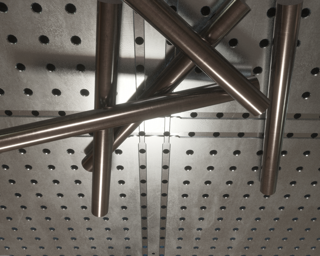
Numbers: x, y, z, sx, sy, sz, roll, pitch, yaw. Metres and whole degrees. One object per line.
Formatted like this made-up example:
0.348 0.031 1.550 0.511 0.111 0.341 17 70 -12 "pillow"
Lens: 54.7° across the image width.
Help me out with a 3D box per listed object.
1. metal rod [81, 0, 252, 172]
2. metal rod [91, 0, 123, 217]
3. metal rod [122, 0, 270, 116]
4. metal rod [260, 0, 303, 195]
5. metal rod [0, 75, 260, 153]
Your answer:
-0.011 -0.035 0.381 0.025 0.025 0.299 31 123 -24 "metal rod"
-0.070 -0.001 0.384 0.025 0.025 0.298 6 122 -6 "metal rod"
-0.002 -0.109 0.294 0.301 0.025 0.025 37 121 -19 "metal rod"
0.151 -0.014 0.402 0.025 0.025 0.298 -7 130 5 "metal rod"
-0.032 -0.018 0.351 0.302 0.025 0.025 -13 131 -8 "metal rod"
